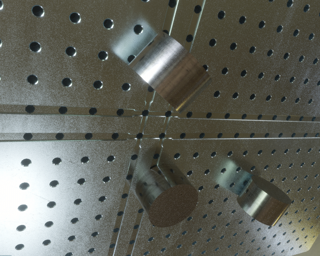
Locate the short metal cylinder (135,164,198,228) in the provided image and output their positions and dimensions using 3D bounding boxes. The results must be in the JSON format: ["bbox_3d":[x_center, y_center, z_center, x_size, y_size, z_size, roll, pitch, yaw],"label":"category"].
[{"bbox_3d":[0.010,0.101,0.465,0.081,0.050,0.079,-14,125,-21],"label":"short metal cylinder"}]

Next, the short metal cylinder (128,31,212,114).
[{"bbox_3d":[0.011,-0.061,0.346,0.050,0.080,0.080,-46,130,4],"label":"short metal cylinder"}]

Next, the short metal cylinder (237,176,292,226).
[{"bbox_3d":[0.188,0.131,0.563,0.081,0.080,0.050,17,109,-35],"label":"short metal cylinder"}]
